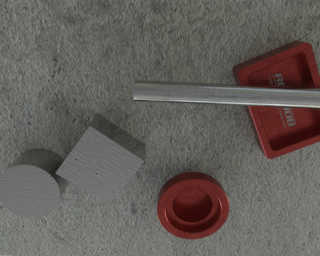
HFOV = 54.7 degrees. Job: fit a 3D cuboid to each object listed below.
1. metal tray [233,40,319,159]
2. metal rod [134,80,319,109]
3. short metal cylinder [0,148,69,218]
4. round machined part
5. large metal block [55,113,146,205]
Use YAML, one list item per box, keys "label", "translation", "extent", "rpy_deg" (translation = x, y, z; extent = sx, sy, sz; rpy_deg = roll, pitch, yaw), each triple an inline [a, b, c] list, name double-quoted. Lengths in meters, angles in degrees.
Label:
- label: "metal tray"
  translation: [0.158, -0.034, 0.396]
  extent: [0.090, 0.030, 0.129]
  rpy_deg: [-22, 109, 7]
- label: "metal rod"
  translation: [0.121, -0.038, 0.365]
  extent: [0.302, 0.025, 0.025]
  rpy_deg: [2, 110, -2]
- label: "short metal cylinder"
  translation: [-0.169, 0.074, 0.422]
  extent: [0.081, 0.050, 0.079]
  rpy_deg: [0, 110, -1]
- label: "round machined part"
  translation: [0.045, 0.105, 0.440]
  extent: [0.099, 0.042, 0.097]
  rpy_deg: [0, 110, -1]
- label: "large metal block"
  translation: [-0.075, 0.041, 0.410]
  extent: [0.080, 0.050, 0.080]
  rpy_deg: [35, 106, -12]
